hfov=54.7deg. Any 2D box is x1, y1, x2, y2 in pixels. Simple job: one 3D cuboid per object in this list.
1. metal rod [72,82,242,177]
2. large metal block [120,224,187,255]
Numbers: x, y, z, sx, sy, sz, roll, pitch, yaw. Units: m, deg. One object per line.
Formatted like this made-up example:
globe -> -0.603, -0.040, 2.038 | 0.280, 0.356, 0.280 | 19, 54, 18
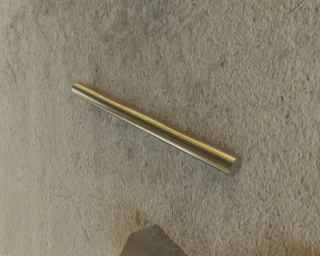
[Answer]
metal rod -> -0.026, -0.011, 0.424 | 0.300, 0.025, 0.025 | 26, 106, 36
large metal block -> -0.010, 0.186, 0.395 | 0.080, 0.050, 0.079 | 38, 113, 33
